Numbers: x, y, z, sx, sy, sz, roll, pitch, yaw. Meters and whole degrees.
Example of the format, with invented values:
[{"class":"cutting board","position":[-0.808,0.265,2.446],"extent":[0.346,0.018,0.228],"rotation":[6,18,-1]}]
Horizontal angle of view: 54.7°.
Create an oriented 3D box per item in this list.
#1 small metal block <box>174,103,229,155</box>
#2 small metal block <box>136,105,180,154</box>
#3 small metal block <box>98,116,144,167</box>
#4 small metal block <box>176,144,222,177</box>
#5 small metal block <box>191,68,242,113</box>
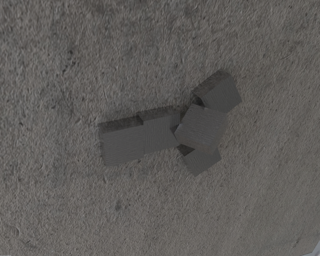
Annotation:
[{"class":"small metal block","position":[0.055,0.001,0.403],"extent":[0.050,0.050,0.025],"rotation":[-59,151,-21]},{"class":"small metal block","position":[-0.003,0.002,0.406],"extent":[0.050,0.025,0.050],"rotation":[-13,124,-21]},{"class":"small metal block","position":[-0.048,0.017,0.391],"extent":[0.050,0.025,0.050],"rotation":[-13,124,-22]},{"class":"small metal block","position":[0.059,0.038,0.462],"extent":[0.050,0.025,0.050],"rotation":[-33,129,-7]},{"class":"small metal block","position":[0.078,-0.044,0.422],"extent":[0.050,0.025,0.050],"rotation":[-38,129,-3]}]
